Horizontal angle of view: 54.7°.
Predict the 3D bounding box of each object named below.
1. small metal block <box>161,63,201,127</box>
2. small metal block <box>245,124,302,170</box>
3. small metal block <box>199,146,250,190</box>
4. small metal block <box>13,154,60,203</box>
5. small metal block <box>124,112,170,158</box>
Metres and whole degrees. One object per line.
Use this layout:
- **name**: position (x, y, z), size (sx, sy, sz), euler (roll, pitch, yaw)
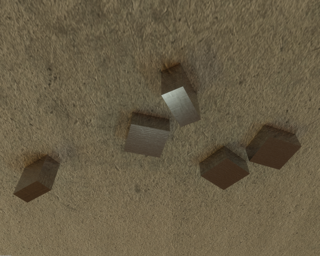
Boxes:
- **small metal block**: position (0.024, -0.038, 0.358), size (0.025, 0.050, 0.050), euler (-21, 127, 17)
- **small metal block**: position (0.157, 0.027, 0.432), size (0.050, 0.025, 0.050), euler (16, 128, -14)
- **small metal block**: position (0.095, 0.060, 0.459), size (0.050, 0.025, 0.050), euler (34, 122, -26)
- **small metal block**: position (-0.179, 0.073, 0.451), size (0.050, 0.050, 0.025), euler (-28, 125, 22)
- **small metal block**: position (-0.018, 0.010, 0.415), size (0.050, 0.025, 0.050), euler (11, 129, -10)
